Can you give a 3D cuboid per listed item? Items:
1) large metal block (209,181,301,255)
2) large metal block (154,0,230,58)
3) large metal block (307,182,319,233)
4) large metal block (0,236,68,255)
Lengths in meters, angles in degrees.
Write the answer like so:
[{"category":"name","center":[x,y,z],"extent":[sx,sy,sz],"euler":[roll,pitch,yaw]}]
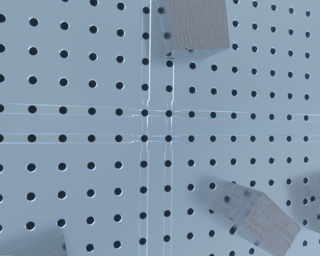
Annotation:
[{"category":"large metal block","center":[0.129,0.125,0.431],"extent":[0.080,0.080,0.050],"euler":[42,77,-15]},{"category":"large metal block","center":[0.041,-0.140,0.414],"extent":[0.081,0.050,0.080],"euler":[-7,93,-20]},{"category":"large metal block","center":[0.298,0.127,0.509],"extent":[0.081,0.050,0.080],"euler":[-12,94,-20]},{"category":"large metal block","center":[-0.140,0.180,0.348],"extent":[0.081,0.050,0.080],"euler":[-12,94,-20]}]
